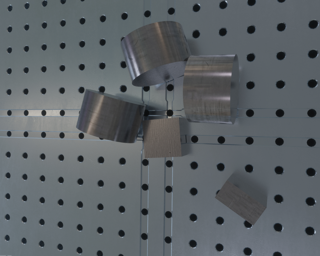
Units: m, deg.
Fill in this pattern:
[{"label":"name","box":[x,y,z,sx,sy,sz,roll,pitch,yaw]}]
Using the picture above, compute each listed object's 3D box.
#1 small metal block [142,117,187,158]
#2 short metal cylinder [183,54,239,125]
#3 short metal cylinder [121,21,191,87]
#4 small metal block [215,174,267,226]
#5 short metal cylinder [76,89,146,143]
[{"label":"small metal block","box":[0.006,0.013,0.410,0.050,0.025,0.050,-5,89,19]},{"label":"short metal cylinder","box":[0.062,-0.045,0.361,0.050,0.080,0.079,3,91,20]},{"label":"short metal cylinder","box":[-0.003,-0.089,0.384,0.080,0.080,0.050,-19,84,19]},{"label":"small metal block","box":[0.097,0.082,0.365,0.050,0.050,0.025,35,101,16]},{"label":"short metal cylinder","box":[-0.063,-0.016,0.406,0.080,0.080,0.050,18,96,19]}]
